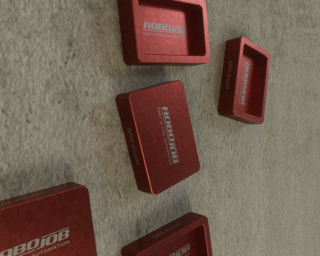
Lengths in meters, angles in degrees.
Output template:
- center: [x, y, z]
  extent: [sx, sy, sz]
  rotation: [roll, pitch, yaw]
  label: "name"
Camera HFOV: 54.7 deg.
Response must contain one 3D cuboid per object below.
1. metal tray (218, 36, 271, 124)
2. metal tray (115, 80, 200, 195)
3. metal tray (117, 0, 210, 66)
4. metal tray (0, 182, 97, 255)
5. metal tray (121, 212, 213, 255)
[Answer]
- center: [0.145, -0.077, 0.525]
  extent: [0.091, 0.030, 0.129]
  rotation: [14, 81, -39]
  label: "metal tray"
- center: [0.001, 0.010, 0.405]
  extent: [0.091, 0.030, 0.129]
  rotation: [-21, 104, -38]
  label: "metal tray"
- center: [0.010, -0.130, 0.411]
  extent: [0.131, 0.030, 0.089]
  rotation: [-9, 96, -40]
  label: "metal tray"
- center: [-0.129, 0.112, 0.295]
  extent: [0.131, 0.030, 0.089]
  rotation: [-11, 97, -40]
  label: "metal tray"
- center: [0.016, 0.180, 0.417]
  extent: [0.131, 0.030, 0.089]
  rotation: [-14, 99, -39]
  label: "metal tray"
